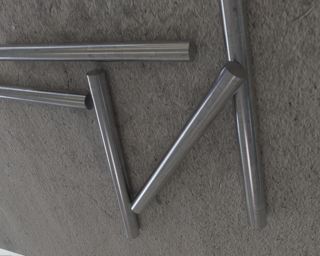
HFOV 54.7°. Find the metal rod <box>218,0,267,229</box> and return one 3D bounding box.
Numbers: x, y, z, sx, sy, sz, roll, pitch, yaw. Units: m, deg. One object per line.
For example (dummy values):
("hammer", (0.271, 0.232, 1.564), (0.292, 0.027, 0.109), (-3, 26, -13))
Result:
("metal rod", (0.098, -0.005, 0.352), (0.025, 0.025, 0.298), (0, 119, 28))

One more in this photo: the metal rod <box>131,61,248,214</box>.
("metal rod", (0.019, 0.036, 0.401), (0.025, 0.025, 0.298), (35, 134, 5))

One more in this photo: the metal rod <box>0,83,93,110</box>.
("metal rod", (-0.234, -0.057, 0.495), (0.301, 0.025, 0.025), (8, 122, 24))

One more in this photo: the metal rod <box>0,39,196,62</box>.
("metal rod", (-0.100, -0.098, 0.399), (0.301, 0.025, 0.025), (6, 121, 25))

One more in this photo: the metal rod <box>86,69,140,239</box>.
("metal rod", (-0.066, 0.057, 0.477), (0.025, 0.025, 0.298), (6, 121, 25))
